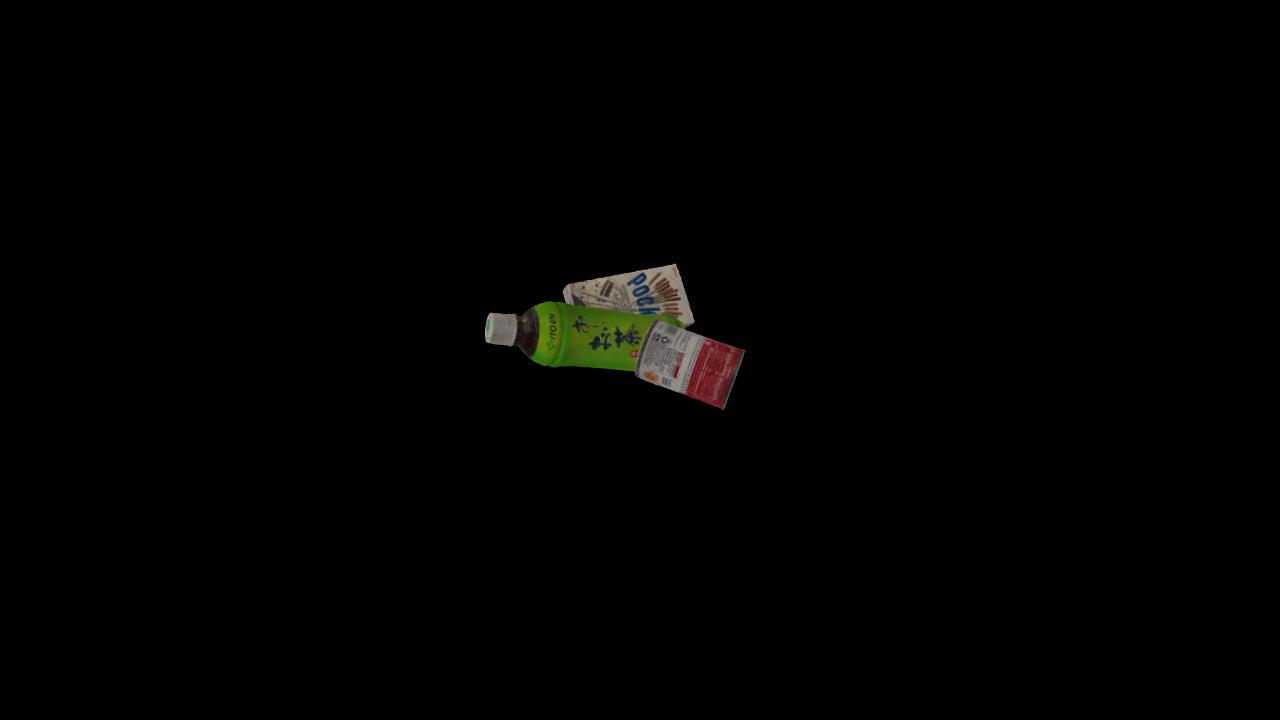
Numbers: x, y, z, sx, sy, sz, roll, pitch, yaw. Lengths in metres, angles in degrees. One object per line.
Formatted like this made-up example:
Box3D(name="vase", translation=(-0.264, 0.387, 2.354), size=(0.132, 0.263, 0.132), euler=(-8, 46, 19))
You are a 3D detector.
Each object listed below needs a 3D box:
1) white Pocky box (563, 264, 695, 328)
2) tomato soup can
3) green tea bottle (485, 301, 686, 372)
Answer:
Box3D(name="white Pocky box", translation=(-0.013, -0.066, 0.766), size=(0.154, 0.084, 0.028), euler=(-15, -6, -24))
Box3D(name="tomato soup can", translation=(0.052, 0.005, 0.650), size=(0.101, 0.068, 0.068), euler=(20, 3, 9))
Box3D(name="green tea bottle", translation=(-0.055, -0.022, 0.648), size=(0.212, 0.073, 0.073), euler=(3, -1, -28))
